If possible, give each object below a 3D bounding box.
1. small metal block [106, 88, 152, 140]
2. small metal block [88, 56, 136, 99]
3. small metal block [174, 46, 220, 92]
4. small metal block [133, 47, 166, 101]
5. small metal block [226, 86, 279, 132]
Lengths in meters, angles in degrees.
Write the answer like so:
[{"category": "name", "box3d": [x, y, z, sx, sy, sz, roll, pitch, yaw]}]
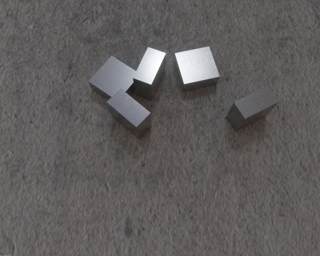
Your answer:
[{"category": "small metal block", "box3d": [-0.039, -0.017, 0.401, 0.050, 0.050, 0.025, 40, 75, 13]}, {"category": "small metal block", "box3d": [-0.062, -0.064, 0.431, 0.050, 0.025, 0.050, 34, 73, 11]}, {"category": "small metal block", "box3d": [0.051, -0.083, 0.439, 0.050, 0.025, 0.050, -13, 71, -5]}, {"category": "small metal block", "box3d": [-0.013, -0.072, 0.421, 0.025, 0.050, 0.050, 21, 71, 7]}, {"category": "small metal block", "box3d": [0.119, -0.024, 0.405, 0.050, 0.050, 0.025, -26, 73, -9]}]
